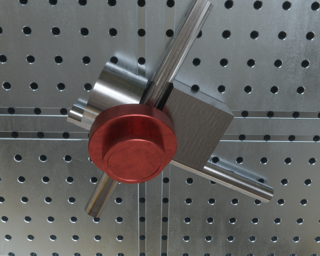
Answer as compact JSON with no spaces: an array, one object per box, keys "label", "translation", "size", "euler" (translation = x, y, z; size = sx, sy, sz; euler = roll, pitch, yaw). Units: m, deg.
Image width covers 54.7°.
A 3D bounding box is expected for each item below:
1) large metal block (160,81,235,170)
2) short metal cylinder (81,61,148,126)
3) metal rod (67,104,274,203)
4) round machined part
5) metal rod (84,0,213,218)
[{"label":"large metal block","translation":[0.034,-0.005,0.395],"size":[0.080,0.050,0.080],"euler":[24,108,-9]},{"label":"short metal cylinder","translation":[-0.054,-0.033,0.371],"size":[0.050,0.080,0.080],"euler":[24,108,-9]},{"label":"metal rod","translation":[0.021,0.038,0.427],"size":[0.302,0.025,0.025],"euler":[23,108,-9]},{"label":"round machined part","translation":[-0.029,0.024,0.343],"size":[0.099,0.042,0.097],"euler":[-5,130,-5]},{"label":"metal rod","translation":[-0.019,-0.018,0.386],"size":[0.025,0.025,0.298],"euler":[27,100,-10]}]
